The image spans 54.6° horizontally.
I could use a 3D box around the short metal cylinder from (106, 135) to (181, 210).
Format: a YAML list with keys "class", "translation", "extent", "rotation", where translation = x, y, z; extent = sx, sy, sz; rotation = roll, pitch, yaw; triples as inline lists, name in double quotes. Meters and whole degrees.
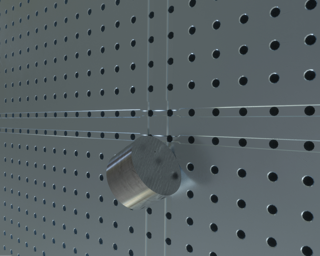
- class: "short metal cylinder"
  translation: [-0.019, 0.056, 0.391]
  extent: [0.050, 0.081, 0.080]
  rotation: [-36, 68, 34]
